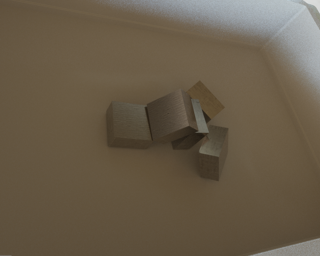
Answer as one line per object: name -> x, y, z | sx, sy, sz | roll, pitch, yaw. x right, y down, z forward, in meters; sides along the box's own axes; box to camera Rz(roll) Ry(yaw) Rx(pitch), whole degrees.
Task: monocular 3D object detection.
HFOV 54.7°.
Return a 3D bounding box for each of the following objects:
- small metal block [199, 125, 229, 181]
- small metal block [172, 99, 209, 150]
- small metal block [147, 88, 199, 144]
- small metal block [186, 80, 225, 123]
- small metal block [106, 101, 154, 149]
small metal block -> 0.071, 0.033, 0.404 | 0.025, 0.050, 0.050 | 11, 48, 20
small metal block -> 0.034, -0.004, 0.411 | 0.025, 0.050, 0.050 | 1, 61, -28
small metal block -> 0.015, -0.013, 0.382 | 0.025, 0.050, 0.050 | 26, 48, -54
small metal block -> 0.060, -0.035, 0.440 | 0.025, 0.050, 0.050 | -41, 85, -7
small metal block -> -0.038, -0.003, 0.385 | 0.050, 0.025, 0.050 | 6, 59, -25
